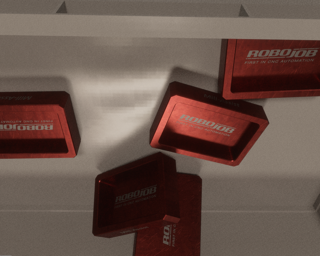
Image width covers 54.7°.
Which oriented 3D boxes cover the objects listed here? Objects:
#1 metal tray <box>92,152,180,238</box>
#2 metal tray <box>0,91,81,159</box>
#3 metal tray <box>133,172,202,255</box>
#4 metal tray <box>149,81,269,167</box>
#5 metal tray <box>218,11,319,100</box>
[{"bbox_3d":[-0.037,0.095,0.429,0.130,0.090,0.030,-23,145,31],"label":"metal tray"},{"bbox_3d":[-0.178,-0.002,0.401,0.131,0.030,0.089,-1,130,0],"label":"metal tray"},{"bbox_3d":[0.012,0.132,0.453,0.091,0.130,0.030,8,156,-8],"label":"metal tray"},{"bbox_3d":[0.061,-0.001,0.405,0.131,0.030,0.089,14,129,-13],"label":"metal tray"},{"bbox_3d":[0.134,-0.078,0.341,0.131,0.030,0.089,-2,130,1],"label":"metal tray"}]
